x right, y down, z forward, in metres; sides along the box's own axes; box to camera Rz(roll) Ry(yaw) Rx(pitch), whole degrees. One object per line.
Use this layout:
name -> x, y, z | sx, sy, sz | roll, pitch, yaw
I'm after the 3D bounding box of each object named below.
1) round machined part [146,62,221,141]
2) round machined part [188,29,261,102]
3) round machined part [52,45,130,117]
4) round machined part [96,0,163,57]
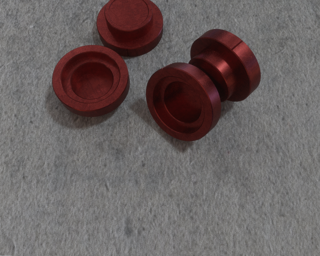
round machined part -> 0.033, -0.036, 0.390 | 0.098, 0.097, 0.042 | 41, 47, 13
round machined part -> 0.074, -0.072, 0.395 | 0.042, 0.098, 0.098 | -42, 76, -19
round machined part -> -0.090, -0.060, 0.420 | 0.099, 0.042, 0.098 | 0, 70, -1
round machined part -> -0.044, -0.158, 0.456 | 0.099, 0.042, 0.098 | 0, 70, -1
